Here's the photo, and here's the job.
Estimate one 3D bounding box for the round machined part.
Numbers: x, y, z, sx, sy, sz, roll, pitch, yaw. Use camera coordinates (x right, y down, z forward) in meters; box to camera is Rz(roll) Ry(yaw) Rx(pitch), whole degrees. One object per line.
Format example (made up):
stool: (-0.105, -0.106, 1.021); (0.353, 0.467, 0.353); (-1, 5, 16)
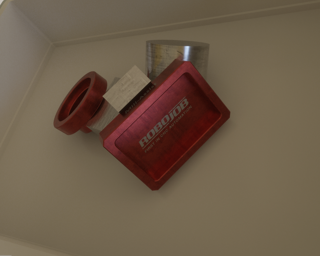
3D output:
round machined part: (-0.108, -0.031, 0.451); (0.098, 0.042, 0.098); (-35, 35, 29)

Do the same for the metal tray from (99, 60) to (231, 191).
metal tray: (0.007, -0.003, 0.357); (0.130, 0.090, 0.030); (-45, 24, -4)

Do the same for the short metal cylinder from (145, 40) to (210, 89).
short metal cylinder: (0.021, -0.085, 0.400); (0.080, 0.081, 0.050); (17, 115, 34)

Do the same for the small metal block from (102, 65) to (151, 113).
small metal block: (-0.037, -0.043, 0.366); (0.050, 0.050, 0.025); (-45, 90, -3)

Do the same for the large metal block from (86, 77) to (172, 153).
large metal block: (-0.037, -0.016, 0.416); (0.080, 0.050, 0.080); (16, 70, 34)
